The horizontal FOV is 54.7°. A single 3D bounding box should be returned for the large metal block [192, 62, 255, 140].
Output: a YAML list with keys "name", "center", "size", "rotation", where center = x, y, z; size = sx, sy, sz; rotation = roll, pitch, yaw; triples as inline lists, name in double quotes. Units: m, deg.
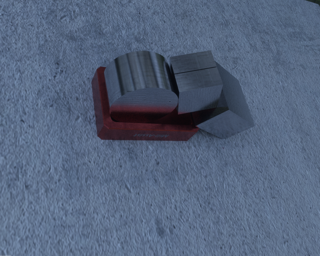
- name: "large metal block"
  center: [0.083, -0.038, 0.438]
  size: [0.080, 0.050, 0.080]
  rotation: [22, 49, -48]

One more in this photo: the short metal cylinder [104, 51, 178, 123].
- name: "short metal cylinder"
  center: [-0.023, -0.046, 0.369]
  size: [0.081, 0.080, 0.050]
  rotation: [1, 62, -28]

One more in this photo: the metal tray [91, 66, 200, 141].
- name: "metal tray"
  center: [-0.019, -0.030, 0.410]
  size: [0.131, 0.030, 0.090]
  rotation: [2, 61, -27]

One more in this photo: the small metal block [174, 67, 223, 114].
- name: "small metal block"
  center: [0.044, -0.044, 0.372]
  size: [0.050, 0.050, 0.025]
  rotation: [-11, 63, -4]

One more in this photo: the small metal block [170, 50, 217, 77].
- name: "small metal block"
  center: [0.039, -0.066, 0.383]
  size: [0.050, 0.050, 0.025]
  rotation: [-11, 63, -4]
